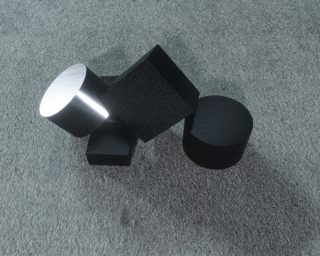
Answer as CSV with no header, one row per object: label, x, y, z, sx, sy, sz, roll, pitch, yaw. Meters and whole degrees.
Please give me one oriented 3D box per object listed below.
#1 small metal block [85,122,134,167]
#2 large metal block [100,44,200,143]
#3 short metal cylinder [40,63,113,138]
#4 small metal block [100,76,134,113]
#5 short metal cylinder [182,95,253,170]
small metal block,-0.061,0.020,0.387,0.050,0.025,0.050,2,50,1
large metal block,-0.011,-0.040,0.379,0.080,0.080,0.050,47,32,-16
short metal cylinder,-0.104,-0.035,0.393,0.080,0.050,0.080,-24,45,27
small metal block,-0.063,-0.049,0.445,0.050,0.025,0.050,-1,50,-1
short metal cylinder,0.069,0.005,0.385,0.081,0.050,0.080,0,50,0
